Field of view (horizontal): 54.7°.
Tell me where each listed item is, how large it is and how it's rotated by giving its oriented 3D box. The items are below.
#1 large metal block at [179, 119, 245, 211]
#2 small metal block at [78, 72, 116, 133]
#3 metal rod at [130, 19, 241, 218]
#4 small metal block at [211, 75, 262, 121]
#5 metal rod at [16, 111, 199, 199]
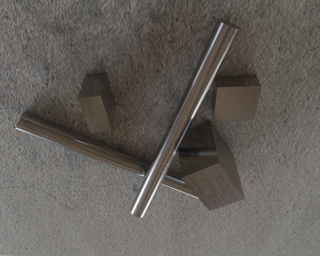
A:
[{"bbox_3d":[0.067,0.050,0.415,0.050,0.080,0.080,-25,126,19],"label":"large metal block"},{"bbox_3d":[-0.072,-0.030,0.364,0.025,0.050,0.050,-6,130,5],"label":"small metal block"},{"bbox_3d":[0.019,0.010,0.394,0.025,0.025,0.298,16,122,-14],"label":"metal rod"},{"bbox_3d":[0.091,-0.036,0.378,0.050,0.025,0.050,-1,130,0],"label":"small metal block"},{"bbox_3d":[-0.050,0.049,0.448,0.302,0.025,0.025,25,126,-20],"label":"metal rod"}]
